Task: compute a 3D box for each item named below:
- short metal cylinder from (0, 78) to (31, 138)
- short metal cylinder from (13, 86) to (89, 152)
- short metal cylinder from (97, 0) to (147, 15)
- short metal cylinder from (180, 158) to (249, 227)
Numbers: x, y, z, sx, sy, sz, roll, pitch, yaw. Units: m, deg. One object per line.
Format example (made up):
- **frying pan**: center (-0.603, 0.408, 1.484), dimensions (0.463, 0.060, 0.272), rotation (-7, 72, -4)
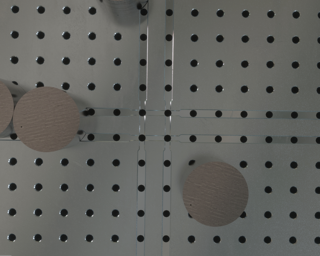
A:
- **short metal cylinder**: center (-0.217, -0.026, 0.398), dimensions (0.081, 0.050, 0.079), rotation (0, 90, 0)
- **short metal cylinder**: center (-0.138, -0.011, 0.399), dimensions (0.081, 0.050, 0.079), rotation (0, 90, -1)
- **short metal cylinder**: center (-0.052, -0.194, 0.400), dimensions (0.081, 0.050, 0.079), rotation (0, 90, -1)
- **short metal cylinder**: center (0.068, 0.080, 0.402), dimensions (0.081, 0.050, 0.079), rotation (0, 90, -1)
